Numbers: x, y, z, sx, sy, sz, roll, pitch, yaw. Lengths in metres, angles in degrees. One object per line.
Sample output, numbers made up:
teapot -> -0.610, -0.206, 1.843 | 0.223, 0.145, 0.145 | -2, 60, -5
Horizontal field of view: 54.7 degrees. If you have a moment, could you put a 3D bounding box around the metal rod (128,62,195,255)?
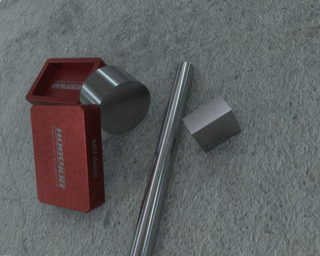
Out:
metal rod -> 0.002, 0.047, 0.372 | 0.025, 0.025, 0.300 | 0, 62, 28

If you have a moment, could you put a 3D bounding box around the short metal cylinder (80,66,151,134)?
short metal cylinder -> -0.060, -0.038, 0.422 | 0.080, 0.080, 0.050 | -46, 51, -4

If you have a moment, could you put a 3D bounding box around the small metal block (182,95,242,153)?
small metal block -> 0.061, -0.003, 0.357 | 0.050, 0.050, 0.025 | -33, 52, 6

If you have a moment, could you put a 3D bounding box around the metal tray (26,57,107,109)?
metal tray -> -0.157, -0.075, 0.526 | 0.130, 0.030, 0.090 | 7, 65, 30

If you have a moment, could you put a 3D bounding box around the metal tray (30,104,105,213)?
metal tray -> -0.118, 0.035, 0.394 | 0.090, 0.030, 0.129 | 3, 99, 29
